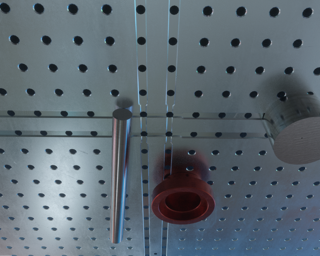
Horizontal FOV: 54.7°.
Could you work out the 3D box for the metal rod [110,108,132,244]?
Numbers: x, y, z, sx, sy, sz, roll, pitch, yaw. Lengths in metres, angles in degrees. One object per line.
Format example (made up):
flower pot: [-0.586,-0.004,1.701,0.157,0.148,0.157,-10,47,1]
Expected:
metal rod: [-0.065,0.095,0.491,0.025,0.025,0.298,5,130,-5]

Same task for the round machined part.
round machined part: [0.036,0.108,0.493,0.099,0.042,0.097,0,130,0]

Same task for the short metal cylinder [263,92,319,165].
short metal cylinder: [0.180,0.001,0.398,0.081,0.050,0.079,0,130,0]
